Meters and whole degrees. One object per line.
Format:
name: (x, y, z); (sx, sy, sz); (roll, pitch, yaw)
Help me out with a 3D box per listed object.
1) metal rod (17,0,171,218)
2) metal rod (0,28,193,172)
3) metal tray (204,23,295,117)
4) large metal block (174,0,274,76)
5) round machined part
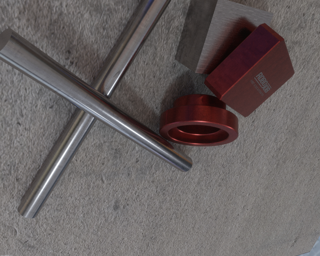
metal rod: (-0.081, -0.019, 0.351); (0.025, 0.025, 0.299); (25, 105, -37)
metal rod: (-0.043, -0.007, 0.352); (0.025, 0.025, 0.301); (-48, 138, 5)
metal tray: (0.117, -0.064, 0.388); (0.090, 0.030, 0.131); (-45, 155, 15)
large metal block: (0.073, -0.107, 0.366); (0.081, 0.050, 0.079); (1, 118, -30)
round machined part: (0.049, -0.010, 0.395); (0.099, 0.098, 0.042); (20, 66, -36)
